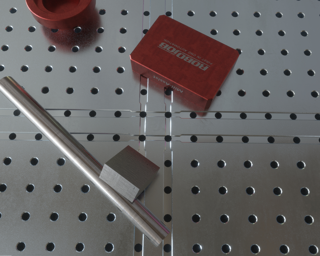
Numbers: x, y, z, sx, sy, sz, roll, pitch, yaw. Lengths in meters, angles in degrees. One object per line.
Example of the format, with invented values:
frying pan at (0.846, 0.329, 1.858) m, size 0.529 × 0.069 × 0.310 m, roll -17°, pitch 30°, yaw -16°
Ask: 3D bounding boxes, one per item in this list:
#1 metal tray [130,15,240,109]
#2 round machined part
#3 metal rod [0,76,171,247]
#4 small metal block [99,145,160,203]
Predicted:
metal tray at (0.034, -0.097, 0.445) m, size 0.130 × 0.030 × 0.090 m, roll 30°, pitch 72°, yaw 10°
round machined part at (-0.147, -0.190, 0.470) m, size 0.099 × 0.042 × 0.098 m, roll 0°, pitch 70°, yaw -1°
metal rod at (-0.106, 0.034, 0.397) m, size 0.300 × 0.025 × 0.025 m, roll 41°, pitch 75°, yaw 13°
small metal block at (-0.036, 0.054, 0.378) m, size 0.050 × 0.025 × 0.050 m, roll 35°, pitch 35°, yaw 11°
